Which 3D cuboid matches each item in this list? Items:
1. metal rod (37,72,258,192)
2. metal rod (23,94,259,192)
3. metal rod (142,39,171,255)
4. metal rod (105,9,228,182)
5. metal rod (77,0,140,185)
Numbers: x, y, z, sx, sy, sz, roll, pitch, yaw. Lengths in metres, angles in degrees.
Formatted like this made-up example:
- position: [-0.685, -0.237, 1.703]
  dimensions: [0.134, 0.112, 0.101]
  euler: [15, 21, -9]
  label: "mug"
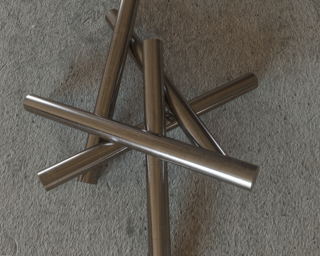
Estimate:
- position: [-0.001, -0.003, 0.389]
  dimensions: [0.302, 0.025, 0.025]
  euler: [-26, 72, -17]
  label: "metal rod"
- position: [-0.042, 0.007, 0.349]
  dimensions: [0.300, 0.025, 0.025]
  euler: [17, 70, 26]
  label: "metal rod"
- position: [-0.004, 0.045, 0.355]
  dimensions: [0.025, 0.025, 0.298]
  euler: [-2, 83, -1]
  label: "metal rod"
- position: [-0.001, -0.060, 0.397]
  dimensions: [0.025, 0.025, 0.299]
  euler: [-28, 60, -10]
  label: "metal rod"
- position: [-0.060, -0.077, 0.406]
  dimensions: [0.025, 0.025, 0.299]
  euler: [11, 81, 4]
  label: "metal rod"
